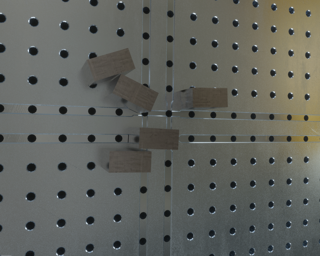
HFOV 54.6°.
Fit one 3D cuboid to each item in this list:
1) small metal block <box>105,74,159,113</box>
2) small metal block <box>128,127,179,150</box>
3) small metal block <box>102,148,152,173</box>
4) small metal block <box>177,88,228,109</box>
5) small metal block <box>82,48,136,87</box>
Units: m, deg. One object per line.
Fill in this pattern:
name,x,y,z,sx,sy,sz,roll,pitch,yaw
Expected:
small metal block,-0.036,-0.041,0.386,0.050,0.050,0.025,25,82,-18
small metal block,-0.009,0.013,0.396,0.050,0.050,0.025,4,89,-20
small metal block,-0.043,0.039,0.384,0.050,0.050,0.025,3,89,-20
small metal block,0.056,-0.039,0.420,0.050,0.050,0.025,-2,91,-20
small metal block,-0.063,-0.073,0.376,0.050,0.050,0.025,-22,98,-19
